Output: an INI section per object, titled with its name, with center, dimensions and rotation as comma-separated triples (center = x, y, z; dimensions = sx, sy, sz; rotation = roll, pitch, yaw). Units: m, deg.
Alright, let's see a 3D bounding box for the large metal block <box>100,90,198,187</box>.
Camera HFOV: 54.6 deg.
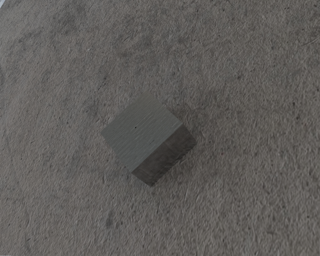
[large metal block]
center = -0.015, 0.012, 0.389
dimensions = 0.080, 0.050, 0.080
rotation = -43, 51, -2
